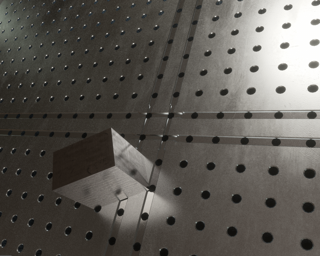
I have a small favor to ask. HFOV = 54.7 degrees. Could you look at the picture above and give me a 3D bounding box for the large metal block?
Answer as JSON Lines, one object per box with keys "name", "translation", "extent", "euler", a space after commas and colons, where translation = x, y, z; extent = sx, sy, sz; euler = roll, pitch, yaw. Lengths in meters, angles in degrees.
{"name": "large metal block", "translation": [-0.070, 0.053, 0.376], "extent": [0.080, 0.080, 0.050], "euler": [-23, 54, 14]}
